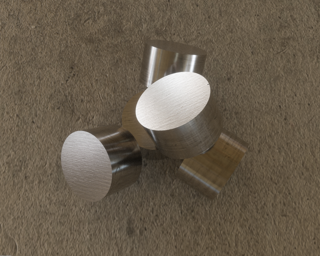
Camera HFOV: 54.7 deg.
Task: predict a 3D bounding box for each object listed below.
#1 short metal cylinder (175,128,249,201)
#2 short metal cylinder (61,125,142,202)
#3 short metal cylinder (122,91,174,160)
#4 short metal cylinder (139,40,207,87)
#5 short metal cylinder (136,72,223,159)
[{"bbox_3d":[0.061,0.038,0.366,0.050,0.080,0.080,33,73,11],"label":"short metal cylinder"},{"bbox_3d":[-0.068,0.039,0.360,0.080,0.050,0.079,7,102,34],"label":"short metal cylinder"},{"bbox_3d":[-0.006,-0.003,0.397,0.081,0.050,0.080,0,70,-1],"label":"short metal cylinder"},{"bbox_3d":[0.016,-0.081,0.403,0.080,0.080,0.050,13,114,4],"label":"short metal cylinder"},{"bbox_3d":[0.021,-0.014,0.330,0.080,0.050,0.080,-15,46,17],"label":"short metal cylinder"}]
